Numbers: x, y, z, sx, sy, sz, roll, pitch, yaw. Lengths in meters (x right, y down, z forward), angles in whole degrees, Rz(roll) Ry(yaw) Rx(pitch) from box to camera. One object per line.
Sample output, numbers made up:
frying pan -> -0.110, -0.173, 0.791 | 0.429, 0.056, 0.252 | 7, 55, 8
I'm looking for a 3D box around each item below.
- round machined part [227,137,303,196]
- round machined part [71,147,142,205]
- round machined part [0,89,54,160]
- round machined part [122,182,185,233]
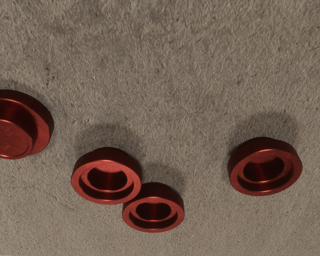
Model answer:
round machined part -> 0.145, 0.051, 0.442 | 0.099, 0.042, 0.097 | -1, 130, 0
round machined part -> -0.075, 0.066, 0.451 | 0.099, 0.042, 0.097 | -1, 130, 0
round machined part -> -0.191, 0.003, 0.395 | 0.099, 0.042, 0.097 | -1, 130, 0
round machined part -> -0.010, 0.125, 0.503 | 0.099, 0.042, 0.097 | -1, 130, 0
